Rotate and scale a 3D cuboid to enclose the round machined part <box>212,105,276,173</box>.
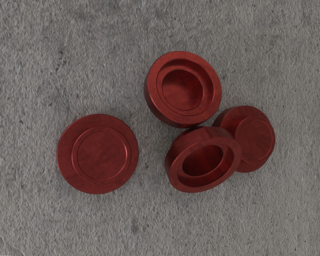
[{"bbox_3d":[0.125,0.016,0.446,0.099,0.042,0.097,0,90,-20],"label":"round machined part"}]

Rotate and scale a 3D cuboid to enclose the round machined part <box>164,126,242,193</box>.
[{"bbox_3d":[0.052,0.036,0.402,0.099,0.042,0.097,-11,131,-13],"label":"round machined part"}]

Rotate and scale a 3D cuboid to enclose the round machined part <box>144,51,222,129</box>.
[{"bbox_3d":[0.026,-0.046,0.401,0.099,0.042,0.098,5,74,-17],"label":"round machined part"}]

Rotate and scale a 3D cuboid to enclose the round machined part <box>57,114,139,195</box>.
[{"bbox_3d":[-0.073,0.032,0.373,0.099,0.042,0.097,0,90,-20],"label":"round machined part"}]
